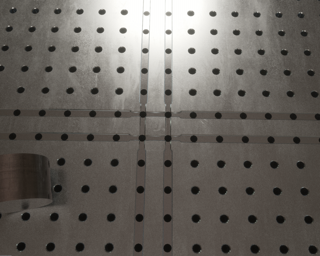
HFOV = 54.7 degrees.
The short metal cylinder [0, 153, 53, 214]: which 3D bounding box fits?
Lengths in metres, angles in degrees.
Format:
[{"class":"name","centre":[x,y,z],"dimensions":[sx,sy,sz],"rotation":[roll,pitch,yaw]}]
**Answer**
[{"class":"short metal cylinder","centre":[-0.168,0.066,0.357],"dimensions":[0.081,0.080,0.050],"rotation":[-11,71,-4]}]
